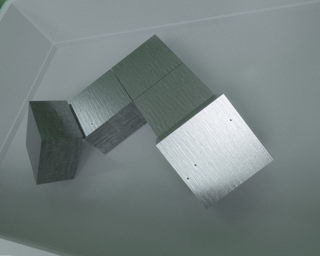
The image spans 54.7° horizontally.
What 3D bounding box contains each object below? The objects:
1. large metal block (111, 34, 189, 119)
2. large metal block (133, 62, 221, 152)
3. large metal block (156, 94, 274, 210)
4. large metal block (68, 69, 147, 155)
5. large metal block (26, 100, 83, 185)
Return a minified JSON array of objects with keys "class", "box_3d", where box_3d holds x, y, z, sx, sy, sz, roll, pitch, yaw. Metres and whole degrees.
[{"class":"large metal block","box_3d":[-0.010,-0.073,0.437,0.080,0.050,0.080,-38,51,3]},{"class":"large metal block","box_3d":[0.026,-0.021,0.387,0.080,0.050,0.080,-38,51,3]},{"class":"large metal block","box_3d":[0.052,0.021,0.320,0.080,0.050,0.080,-38,95,3]},{"class":"large metal block","box_3d":[-0.074,-0.024,0.441,0.080,0.050,0.080,-38,51,3]},{"class":"large metal block","box_3d":[-0.149,0.018,0.427,0.080,0.050,0.079,55,136,39]}]
